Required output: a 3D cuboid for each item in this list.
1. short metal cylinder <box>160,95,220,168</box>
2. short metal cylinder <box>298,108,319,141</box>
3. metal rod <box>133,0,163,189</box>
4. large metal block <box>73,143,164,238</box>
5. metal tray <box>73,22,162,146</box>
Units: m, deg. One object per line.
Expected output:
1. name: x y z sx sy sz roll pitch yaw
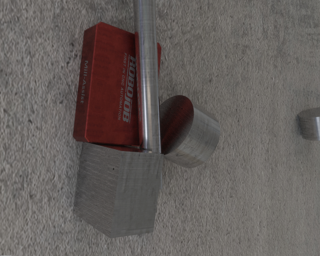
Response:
1. short metal cylinder: 0.028 0.005 0.392 0.050 0.080 0.080 29 72 -37
2. short metal cylinder: 0.339 -0.010 0.652 0.081 0.080 0.050 -23 105 -38
3. metal rod: -0.015 -0.080 0.351 0.025 0.025 0.298 -4 93 -40
4. large metal block: -0.046 0.060 0.327 0.050 0.080 0.080 8 89 -40
5. metal tray: -0.047 -0.045 0.362 0.091 0.030 0.129 8 85 -40
